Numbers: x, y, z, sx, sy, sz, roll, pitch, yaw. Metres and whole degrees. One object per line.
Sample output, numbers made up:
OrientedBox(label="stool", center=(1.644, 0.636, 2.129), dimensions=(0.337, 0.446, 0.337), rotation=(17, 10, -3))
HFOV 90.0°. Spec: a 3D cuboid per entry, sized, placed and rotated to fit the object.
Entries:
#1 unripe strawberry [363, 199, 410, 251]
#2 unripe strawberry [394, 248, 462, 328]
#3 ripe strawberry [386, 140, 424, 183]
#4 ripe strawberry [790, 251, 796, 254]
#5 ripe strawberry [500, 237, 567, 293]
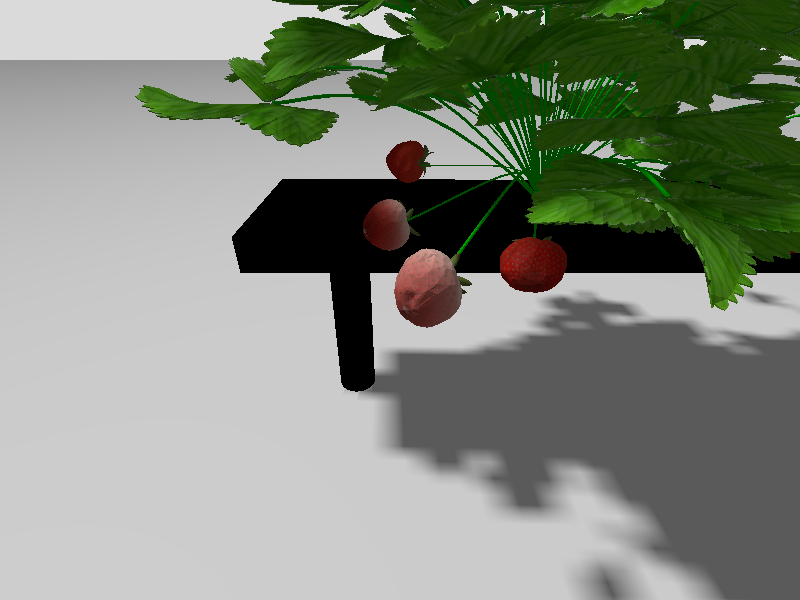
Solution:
OrientedBox(label="unripe strawberry", center=(-0.010, -0.049, 0.265), dimensions=(0.032, 0.033, 0.029), rotation=(-22, 39, -30))
OrientedBox(label="unripe strawberry", center=(0.011, -0.004, 0.191), dimensions=(0.033, 0.037, 0.036), rotation=(18, 37, 26))
OrientedBox(label="ripe strawberry", center=(0.006, -0.138, 0.399), dimensions=(0.038, 0.040, 0.035), rotation=(15, 35, 23))
OrientedBox(label="ripe strawberry", center=(0.258, -0.043, 0.260), dimensions=(0.028, 0.028, 0.031), rotation=(24, 40, 32))
OrientedBox(label="ripe strawberry", center=(0.071, -0.017, 0.216), dimensions=(0.035, 0.032, 0.032), rotation=(10, 35, 16))
